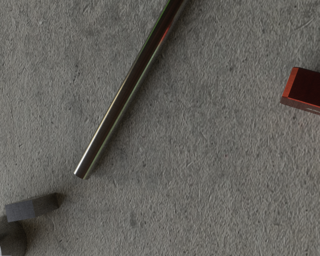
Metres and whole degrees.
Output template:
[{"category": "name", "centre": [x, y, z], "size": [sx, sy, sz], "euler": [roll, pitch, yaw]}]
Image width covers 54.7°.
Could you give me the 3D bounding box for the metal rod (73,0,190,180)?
[{"category": "metal rod", "centre": [-0.038, -0.059, 0.421], "size": [0.025, 0.025, 0.299], "euler": [34, 100, 16]}]

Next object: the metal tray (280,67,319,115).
[{"category": "metal tray", "centre": [0.191, -0.022, 0.307], "size": [0.130, 0.090, 0.030], "euler": [20, 97, 18]}]

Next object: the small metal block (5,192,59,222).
[{"category": "small metal block", "centre": [-0.190, 0.117, 0.461], "size": [0.050, 0.050, 0.025], "euler": [-14, 85, 19]}]

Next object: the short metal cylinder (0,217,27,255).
[{"category": "short metal cylinder", "centre": [-0.259, 0.185, 0.485], "size": [0.080, 0.050, 0.079], "euler": [0, 90, 19]}]
